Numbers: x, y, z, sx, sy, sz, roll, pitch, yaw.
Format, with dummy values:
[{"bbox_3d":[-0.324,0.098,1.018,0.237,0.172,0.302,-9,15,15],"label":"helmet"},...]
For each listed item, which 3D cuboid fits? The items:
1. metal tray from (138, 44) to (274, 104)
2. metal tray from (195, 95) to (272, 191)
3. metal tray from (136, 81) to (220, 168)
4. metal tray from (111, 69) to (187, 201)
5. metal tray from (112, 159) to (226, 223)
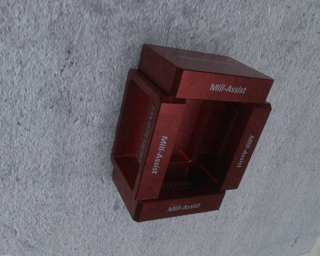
[{"bbox_3d":[0.052,-0.062,0.357,0.131,0.090,0.030,1,118,-29],"label":"metal tray"},{"bbox_3d":[0.087,0.008,0.420,0.030,0.090,0.129,1,118,-29],"label":"metal tray"},{"bbox_3d":[0.021,-0.007,0.413,0.091,0.030,0.129,1,118,-29],"label":"metal tray"},{"bbox_3d":[-0.019,0.007,0.361,0.030,0.090,0.129,1,118,-29],"label":"metal tray"},{"bbox_3d":[0.012,0.078,0.422,0.131,0.090,0.030,1,118,-29],"label":"metal tray"}]
